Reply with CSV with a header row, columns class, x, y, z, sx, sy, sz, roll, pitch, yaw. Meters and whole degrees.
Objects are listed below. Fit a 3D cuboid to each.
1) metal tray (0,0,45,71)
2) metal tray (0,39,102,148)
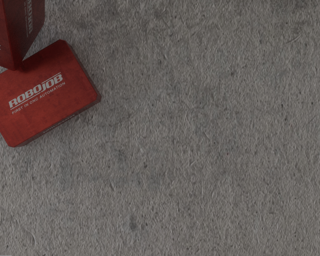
class,x,y,z,sx,sy,sz,roll,pitch,yaw
metal tray,-0.160,-0.134,0.341,0.030,0.129,0.090,21,62,-11
metal tray,-0.156,-0.044,0.406,0.130,0.030,0.090,-30,90,0
